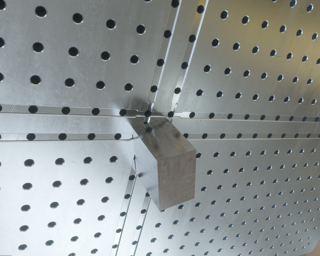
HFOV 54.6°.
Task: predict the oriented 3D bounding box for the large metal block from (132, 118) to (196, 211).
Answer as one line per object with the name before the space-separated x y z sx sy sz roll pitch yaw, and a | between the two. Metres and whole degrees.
large metal block | 0.004 0.045 0.405 0.050 0.080 0.080 -15 125 -20
